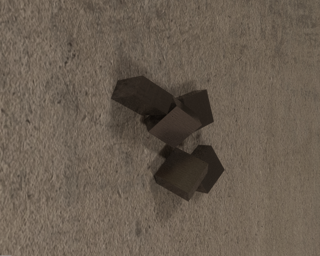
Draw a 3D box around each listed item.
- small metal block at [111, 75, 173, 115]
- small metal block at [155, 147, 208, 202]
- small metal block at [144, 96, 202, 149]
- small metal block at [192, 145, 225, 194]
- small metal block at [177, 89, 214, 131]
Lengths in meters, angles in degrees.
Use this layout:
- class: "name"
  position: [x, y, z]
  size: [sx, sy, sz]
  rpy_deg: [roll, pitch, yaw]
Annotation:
- class: "small metal block"
  position: [-0.021, -0.037, 0.372]
  size: [0.050, 0.050, 0.025]
  rpy_deg: [29, 72, -37]
- class: "small metal block"
  position: [0.029, 0.061, 0.412]
  size: [0.050, 0.050, 0.025]
  rpy_deg: [-51, 154, -28]
- class: "small metal block"
  position: [0.017, -0.007, 0.403]
  size: [0.050, 0.025, 0.050]
  rpy_deg: [-42, 128, 19]
- class: "small metal block"
  position: [0.064, 0.061, 0.461]
  size: [0.050, 0.025, 0.050]
  rpy_deg: [-47, 118, -30]
- class: "small metal block"
  position: [0.047, -0.024, 0.447]
  size: [0.050, 0.025, 0.050]
  rpy_deg: [-25, 106, -38]
